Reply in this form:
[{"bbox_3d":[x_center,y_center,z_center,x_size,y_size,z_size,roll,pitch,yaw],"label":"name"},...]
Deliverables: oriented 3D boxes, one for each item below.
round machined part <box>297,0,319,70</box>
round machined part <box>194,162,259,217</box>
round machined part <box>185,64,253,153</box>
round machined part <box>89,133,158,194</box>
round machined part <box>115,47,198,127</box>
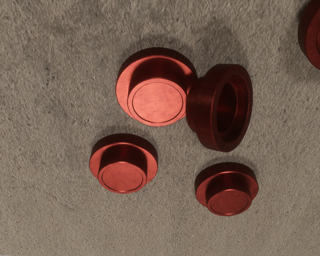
[{"bbox_3d":[0.188,-0.106,0.309,0.099,0.042,0.097,-1,130,0],"label":"round machined part"},{"bbox_3d":[0.105,0.102,0.484,0.099,0.042,0.097,-1,130,0],"label":"round machined part"},{"bbox_3d":[0.065,-0.024,0.353,0.042,0.098,0.098,11,141,38],"label":"round machined part"},{"bbox_3d":[-0.052,0.057,0.444,0.099,0.042,0.097,-1,130,0],"label":"round machined part"},{"bbox_3d":[-0.003,-0.040,0.362,0.099,0.042,0.097,-1,130,0],"label":"round machined part"}]
